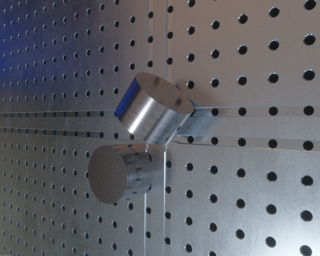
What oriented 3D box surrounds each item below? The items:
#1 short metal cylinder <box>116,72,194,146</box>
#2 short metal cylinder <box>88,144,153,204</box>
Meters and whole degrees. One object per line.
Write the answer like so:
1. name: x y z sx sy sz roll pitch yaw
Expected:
1. short metal cylinder: -0.006 -0.024 0.379 0.080 0.081 0.050 50 119 28
2. short metal cylinder: -0.057 0.063 0.440 0.080 0.050 0.079 0 90 40
